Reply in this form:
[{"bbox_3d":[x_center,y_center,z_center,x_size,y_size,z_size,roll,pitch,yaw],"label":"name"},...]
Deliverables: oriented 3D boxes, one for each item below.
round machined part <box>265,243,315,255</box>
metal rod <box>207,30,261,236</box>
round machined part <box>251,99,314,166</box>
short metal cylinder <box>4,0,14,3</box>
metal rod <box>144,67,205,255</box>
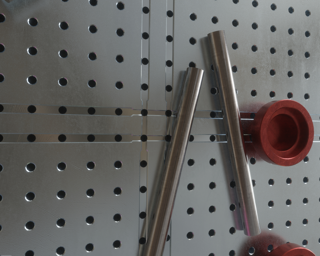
[{"bbox_3d":[0.194,0.225,0.475,0.099,0.042,0.097,0,90,-20],"label":"round machined part"},{"bbox_3d":[0.109,0.010,0.452,0.025,0.025,0.298,-13,95,-20],"label":"metal rod"},{"bbox_3d":[0.179,0.007,0.469,0.099,0.042,0.097,0,90,-20],"label":"round machined part"},{"bbox_3d":[-0.163,-0.181,0.323,0.050,0.080,0.080,-41,103,-15],"label":"short metal cylinder"},{"bbox_3d":[0.016,0.065,0.418,0.025,0.025,0.299,15,85,-20],"label":"metal rod"}]
